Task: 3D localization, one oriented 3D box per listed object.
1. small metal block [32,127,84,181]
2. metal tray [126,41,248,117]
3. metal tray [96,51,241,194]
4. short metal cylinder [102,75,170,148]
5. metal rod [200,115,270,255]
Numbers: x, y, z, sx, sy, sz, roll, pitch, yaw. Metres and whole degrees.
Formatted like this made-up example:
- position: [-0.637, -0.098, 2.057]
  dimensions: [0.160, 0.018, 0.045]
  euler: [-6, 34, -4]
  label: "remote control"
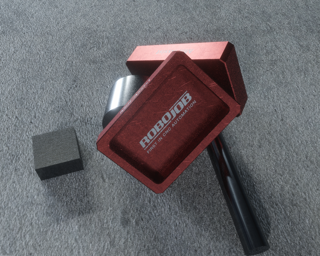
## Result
- position: [-0.124, 0.030, 0.376]
  dimensions: [0.050, 0.025, 0.050]
  euler: [-14, 52, -12]
  label: "small metal block"
- position: [0.033, -0.058, 0.380]
  dimensions: [0.130, 0.090, 0.030]
  euler: [7, 55, 33]
  label: "metal tray"
- position: [0.008, -0.005, 0.328]
  dimensions: [0.090, 0.130, 0.030]
  euler: [40, 9, -15]
  label: "metal tray"
- position: [-0.026, -0.019, 0.383]
  dimensions: [0.080, 0.080, 0.050]
  euler: [3, 50, 2]
  label: "short metal cylinder"
- position: [0.066, 0.008, 0.397]
  dimensions: [0.025, 0.025, 0.300]
  euler: [-9, 51, -8]
  label: "metal rod"
